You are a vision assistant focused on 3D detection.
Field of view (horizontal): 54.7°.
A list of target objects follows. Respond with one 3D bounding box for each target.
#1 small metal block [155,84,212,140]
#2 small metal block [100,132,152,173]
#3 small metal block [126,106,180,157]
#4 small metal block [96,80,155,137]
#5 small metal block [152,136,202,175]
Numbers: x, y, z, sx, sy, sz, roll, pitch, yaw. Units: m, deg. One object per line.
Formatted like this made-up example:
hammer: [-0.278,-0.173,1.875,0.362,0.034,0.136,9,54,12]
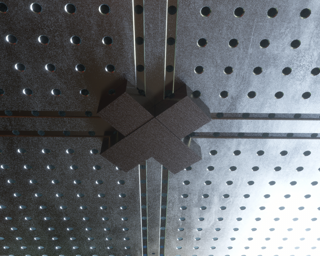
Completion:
small metal block: [0.029,-0.019,0.395,0.050,0.025,0.050,-34,123,25]
small metal block: [-0.047,0.030,0.437,0.050,0.025,0.050,-34,123,25]
small metal block: [-0.009,0.006,0.415,0.050,0.025,0.050,-34,123,25]
small metal block: [-0.042,-0.023,0.391,0.050,0.025,0.050,-33,123,25]
small metal block: [0.024,0.034,0.441,0.050,0.025,0.050,-33,123,25]
